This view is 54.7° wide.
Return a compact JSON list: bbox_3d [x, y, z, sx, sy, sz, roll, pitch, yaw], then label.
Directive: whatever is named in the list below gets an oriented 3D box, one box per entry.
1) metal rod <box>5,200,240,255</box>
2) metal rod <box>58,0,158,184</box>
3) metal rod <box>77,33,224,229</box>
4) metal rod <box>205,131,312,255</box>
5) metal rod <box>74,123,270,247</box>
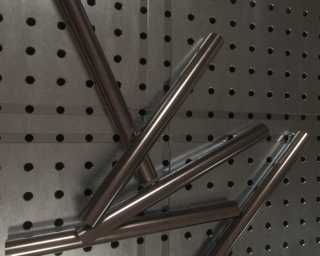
[{"bbox_3d":[-0.032,0.129,0.402,0.303,0.025,0.025,-4,92,-20],"label":"metal rod"},{"bbox_3d":[-0.073,-0.068,0.386,0.025,0.025,0.299,-26,99,-18],"label":"metal rod"},{"bbox_3d":[0.000,-0.011,0.392,0.025,0.025,0.300,41,69,-16],"label":"metal rod"},{"bbox_3d":[0.135,0.122,0.464,0.025,0.025,0.301,46,76,-15],"label":"metal rod"},{"bbox_3d":[0.033,0.064,0.413,0.302,0.025,0.025,-26,99,-23],"label":"metal rod"}]
